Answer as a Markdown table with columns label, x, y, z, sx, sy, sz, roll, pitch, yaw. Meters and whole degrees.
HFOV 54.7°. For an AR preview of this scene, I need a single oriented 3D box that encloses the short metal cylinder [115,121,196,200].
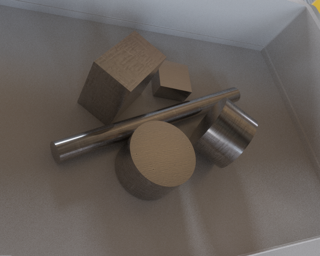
| label | x | y | z | sx | sy | sz | roll | pitch | yaw |
| --- | --- | --- | --- | --- | --- | --- | --- | --- | --- |
| short metal cylinder | -0.006 | 0.038 | 0.362 | 0.081 | 0.050 | 0.080 | 14 | 56 | -21 |

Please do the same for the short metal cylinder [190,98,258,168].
| label | x | y | z | sx | sy | sz | roll | pitch | yaw |
| --- | --- | --- | --- | --- | --- | --- | --- | --- | --- |
| short metal cylinder | 0.082 | 0.006 | 0.412 | 0.050 | 0.080 | 0.080 | 37 | 51 | -4 |

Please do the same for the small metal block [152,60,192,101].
| label | x | y | z | sx | sy | sz | roll | pitch | yaw |
| --- | --- | --- | --- | --- | --- | --- | --- | --- | --- |
| small metal block | 0.016 | -0.071 | 0.457 | 0.050 | 0.025 | 0.050 | 8 | 58 | -24 |

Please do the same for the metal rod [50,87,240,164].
| label | x | y | z | sx | sy | sz | roll | pitch | yaw |
| --- | --- | --- | --- | --- | --- | --- | --- | --- | --- |
| metal rod | 0.005 | -0.014 | 0.417 | 0.302 | 0.025 | 0.025 | -19 | 72 | -36 |

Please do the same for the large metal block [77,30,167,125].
| label | x | y | z | sx | sy | sz | roll | pitch | yaw |
| --- | --- | --- | --- | --- | --- | --- | --- | --- | --- |
| large metal block | -0.048 | -0.060 | 0.381 | 0.050 | 0.080 | 0.080 | 40 | 51 | -2 |
